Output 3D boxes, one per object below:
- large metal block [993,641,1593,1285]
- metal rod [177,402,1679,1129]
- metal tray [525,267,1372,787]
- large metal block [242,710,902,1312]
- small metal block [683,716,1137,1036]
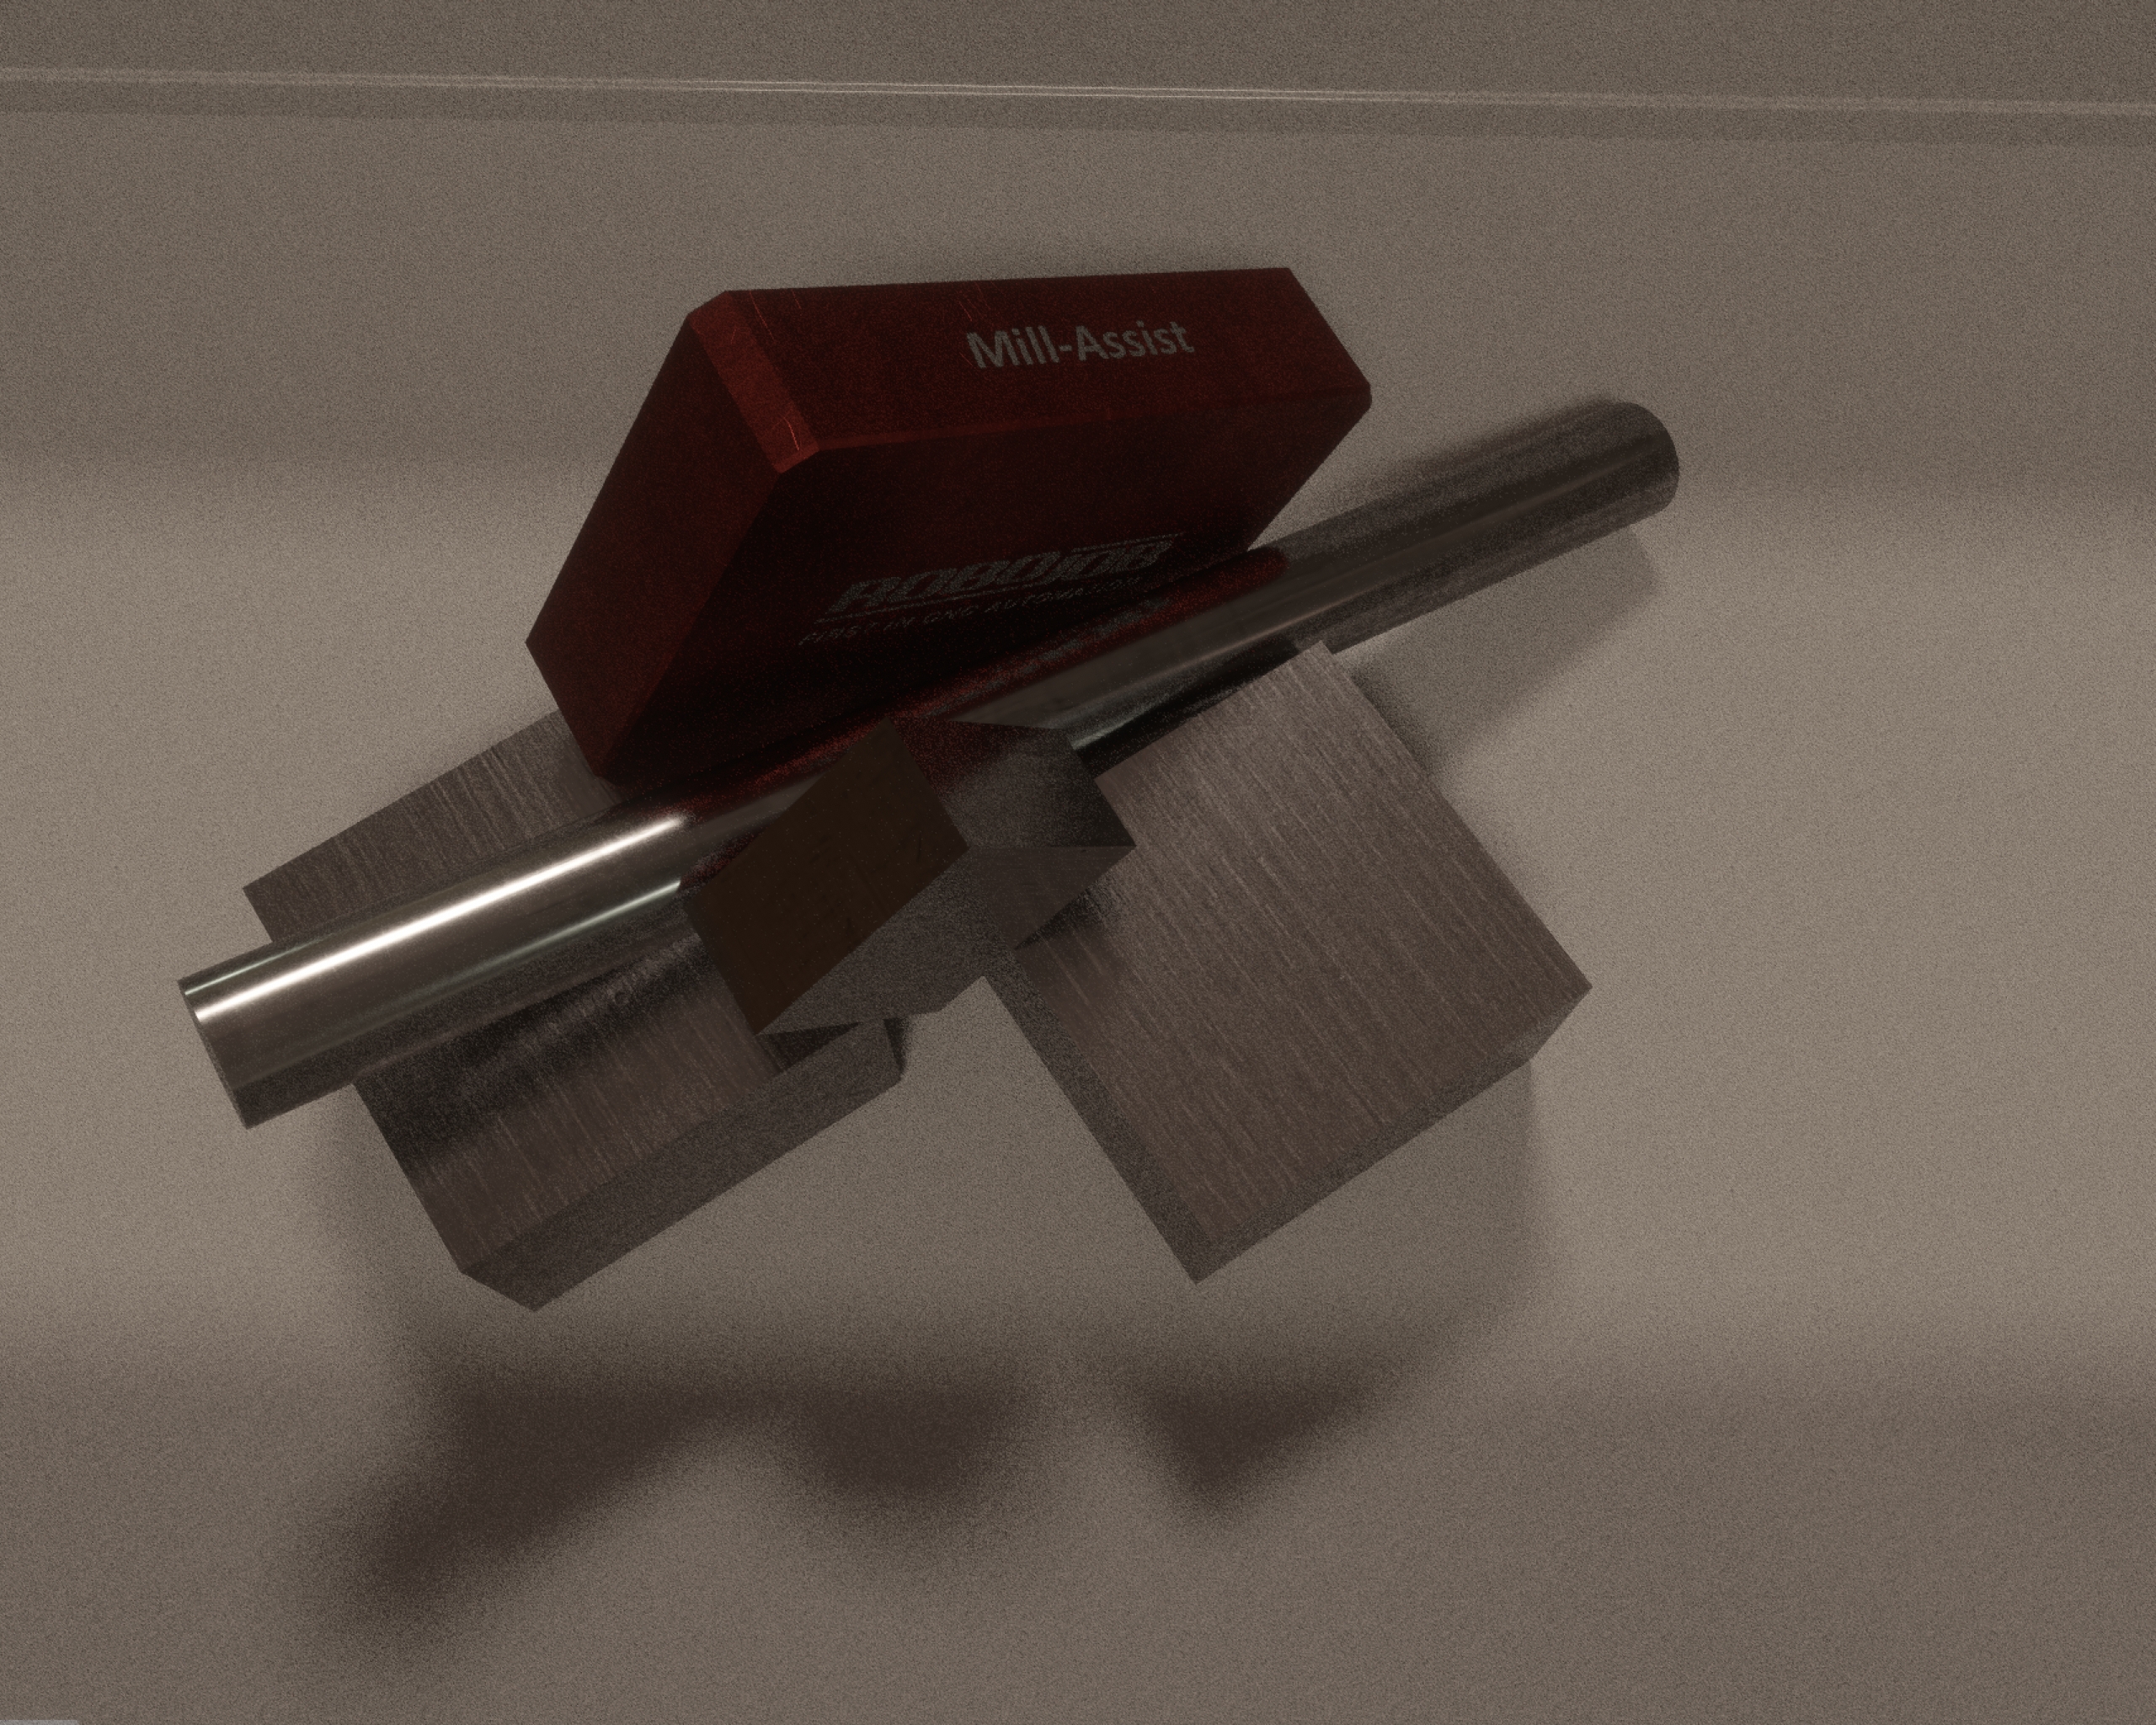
[{"bbox_3d":[0.034,0.019,0.388,0.080,0.050,0.080,-32,73,-11],"label":"large metal block"},{"bbox_3d":[-0.006,-0.028,0.379,0.302,0.025,0.025,-25,72,-25],"label":"metal rod"},{"bbox_3d":[-0.021,-0.060,0.367,0.131,0.090,0.030,-16,69,-40],"label":"metal tray"},{"bbox_3d":[-0.090,0.023,0.383,0.080,0.050,0.080,-32,73,-11],"label":"large metal block"},{"bbox_3d":[-0.027,0.002,0.342,0.050,0.050,0.025,-40,71,25],"label":"small metal block"}]
